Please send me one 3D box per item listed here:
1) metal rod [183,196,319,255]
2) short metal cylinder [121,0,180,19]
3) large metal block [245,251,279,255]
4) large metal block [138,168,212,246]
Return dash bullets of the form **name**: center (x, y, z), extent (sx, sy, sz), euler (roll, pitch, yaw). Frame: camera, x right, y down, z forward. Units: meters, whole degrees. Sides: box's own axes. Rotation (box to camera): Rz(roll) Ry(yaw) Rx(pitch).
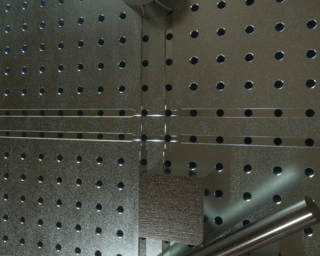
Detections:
- **metal rod**: center (0.040, 0.155, 0.355), extent (0.299, 0.025, 0.025), euler (-40, 77, 31)
- **short metal cylinder**: center (-0.015, -0.191, 0.404), extent (0.080, 0.050, 0.079), euler (0, 90, 19)
- **large metal block**: center (0.104, 0.195, 0.363), extent (0.080, 0.050, 0.080), euler (-9, 87, 19)
- **large metal block**: center (0.021, 0.095, 0.391), extent (0.080, 0.050, 0.079), euler (2, 91, 19)
